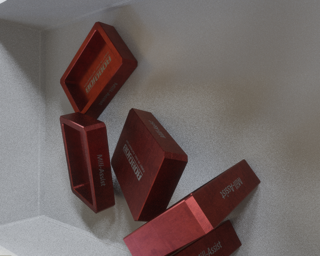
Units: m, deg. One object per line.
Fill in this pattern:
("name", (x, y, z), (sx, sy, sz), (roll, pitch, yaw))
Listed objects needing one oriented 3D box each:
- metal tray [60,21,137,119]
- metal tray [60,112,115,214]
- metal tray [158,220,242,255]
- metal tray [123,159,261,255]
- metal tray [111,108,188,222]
("metal tray", (-0.100, -0.085, 0.483), (0.129, 0.030, 0.090), (-47, 62, 29))
("metal tray", (-0.107, 0.048, 0.456), (0.090, 0.030, 0.129), (19, 118, 49))
("metal tray", (0.017, 0.141, 0.322), (0.090, 0.131, 0.030), (-36, 71, 34))
("metal tray", (0.037, 0.079, 0.305), (0.090, 0.131, 0.030), (-41, 75, 32))
("metal tray", (-0.020, 0.041, 0.384), (0.089, 0.030, 0.130), (-68, 29, 17))
